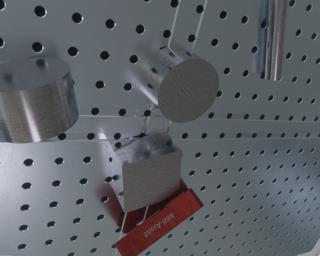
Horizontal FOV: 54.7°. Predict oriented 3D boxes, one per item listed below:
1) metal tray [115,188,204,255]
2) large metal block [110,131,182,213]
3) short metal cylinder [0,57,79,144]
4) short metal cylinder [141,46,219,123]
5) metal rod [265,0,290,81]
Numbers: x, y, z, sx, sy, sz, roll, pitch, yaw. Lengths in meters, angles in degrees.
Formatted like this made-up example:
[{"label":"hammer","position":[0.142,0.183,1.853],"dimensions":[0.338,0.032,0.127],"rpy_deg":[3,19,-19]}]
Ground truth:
[{"label":"metal tray","position":[0.002,0.141,0.464],"dimensions":[0.130,0.030,0.090],"rpy_deg":[-35,168,-5]},{"label":"large metal block","position":[-0.020,0.058,0.420],"dimensions":[0.081,0.050,0.079],"rpy_deg":[-13,124,-22]},{"label":"short metal cylinder","position":[-0.122,-0.029,0.291],"dimensions":[0.081,0.080,0.050],"rpy_deg":[-15,125,-20]},{"label":"short metal cylinder","position":[0.023,-0.053,0.375],"dimensions":[0.081,0.050,0.079],"rpy_deg":[-14,124,-21]},{"label":"metal rod","position":[0.145,-0.195,0.368],"dimensions":[0.025,0.025,0.298],"rpy_deg":[-22,127,-16]}]
